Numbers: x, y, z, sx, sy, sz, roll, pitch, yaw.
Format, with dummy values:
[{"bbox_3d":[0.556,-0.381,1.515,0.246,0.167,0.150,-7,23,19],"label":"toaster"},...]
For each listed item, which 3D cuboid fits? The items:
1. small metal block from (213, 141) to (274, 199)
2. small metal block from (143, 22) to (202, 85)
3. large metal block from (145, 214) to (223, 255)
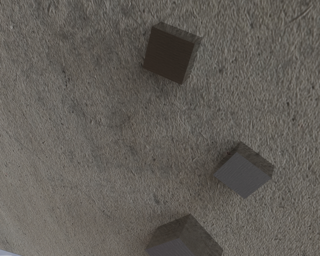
[{"bbox_3d":[0.103,0.053,0.385,0.050,0.025,0.050,37,129,2],"label":"small metal block"},{"bbox_3d":[0.013,-0.084,0.347,0.050,0.025,0.050,25,127,12],"label":"small metal block"},{"bbox_3d":[0.038,0.192,0.488,0.080,0.050,0.080,49,128,-7],"label":"large metal block"}]
